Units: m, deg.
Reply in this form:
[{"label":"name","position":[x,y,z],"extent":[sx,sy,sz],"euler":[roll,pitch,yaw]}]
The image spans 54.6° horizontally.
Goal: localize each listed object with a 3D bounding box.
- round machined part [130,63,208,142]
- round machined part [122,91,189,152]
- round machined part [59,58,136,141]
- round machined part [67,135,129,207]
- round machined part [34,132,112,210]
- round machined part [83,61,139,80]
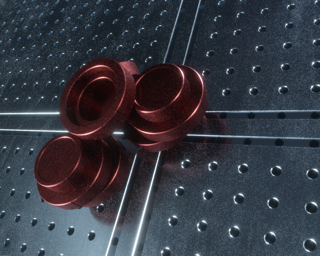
[{"label":"round machined part","position":[0.003,-0.037,0.364],"extent":[0.098,0.042,0.098],"euler":[-13,55,20]},{"label":"round machined part","position":[-0.007,-0.023,0.389],"extent":[0.098,0.042,0.098],"euler":[-13,56,21]},{"label":"round machined part","position":[-0.069,-0.031,0.371],"extent":[0.098,0.042,0.098],"euler":[-12,64,27]},{"label":"round machined part","position":[-0.093,0.047,0.392],"extent":[0.098,0.042,0.098],"euler":[-13,56,21]},{"label":"round machined part","position":[-0.111,0.045,0.374],"extent":[0.098,0.042,0.098],"euler":[-13,56,21]},{"label":"round machined part","position":[-0.072,-0.054,0.445],"extent":[0.098,0.098,0.042],"euler":[-25,88,13]}]
